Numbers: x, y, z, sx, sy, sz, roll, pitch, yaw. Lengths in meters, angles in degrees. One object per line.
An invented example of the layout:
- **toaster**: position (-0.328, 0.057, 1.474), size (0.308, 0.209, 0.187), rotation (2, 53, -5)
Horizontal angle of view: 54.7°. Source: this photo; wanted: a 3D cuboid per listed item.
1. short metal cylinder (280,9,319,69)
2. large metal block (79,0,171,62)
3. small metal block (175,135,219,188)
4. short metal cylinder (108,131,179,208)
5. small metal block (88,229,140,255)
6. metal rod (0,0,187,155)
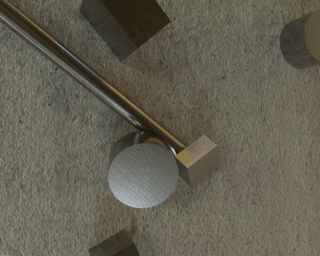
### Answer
- **short metal cylinder**: position (0.237, -0.137, 0.484), size (0.081, 0.050, 0.080), rotation (0, 90, -20)
- **large metal block**: position (-0.044, -0.132, 0.364), size (0.050, 0.080, 0.080), rotation (-43, 104, -15)
- **small metal block**: position (0.051, 0.045, 0.414), size (0.050, 0.025, 0.050), rotation (-35, 141, -17)
- **short metal cylinder**: position (-0.022, 0.049, 0.376), size (0.081, 0.050, 0.079), rotation (-2, 105, -8)
- **small metal block**: position (-0.055, 0.154, 0.376), size (0.050, 0.050, 0.025), rotation (-25, 99, -18)
- **metal rod**: position (-0.083, -0.057, 0.378), size (0.301, 0.025, 0.025), rotation (39, 78, -16)
